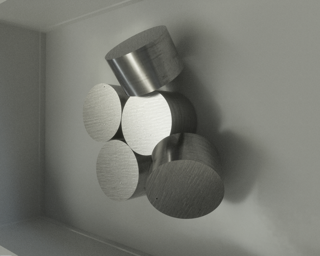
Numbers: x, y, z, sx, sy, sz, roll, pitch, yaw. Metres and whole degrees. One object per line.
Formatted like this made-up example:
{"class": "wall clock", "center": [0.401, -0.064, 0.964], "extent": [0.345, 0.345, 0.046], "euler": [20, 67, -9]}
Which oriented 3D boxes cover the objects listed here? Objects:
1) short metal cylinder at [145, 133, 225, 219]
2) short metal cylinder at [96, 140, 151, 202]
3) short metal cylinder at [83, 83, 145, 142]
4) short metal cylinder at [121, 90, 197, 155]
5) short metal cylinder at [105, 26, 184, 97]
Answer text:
{"class": "short metal cylinder", "center": [0.027, 0.052, 0.338], "extent": [0.080, 0.050, 0.079], "euler": [2, 121, 4]}
{"class": "short metal cylinder", "center": [-0.041, 0.055, 0.419], "extent": [0.080, 0.050, 0.079], "euler": [0, 90, 39]}
{"class": "short metal cylinder", "center": [-0.064, -0.021, 0.438], "extent": [0.080, 0.050, 0.079], "euler": [0, 90, 39]}
{"class": "short metal cylinder", "center": [-0.002, -0.007, 0.388], "extent": [0.080, 0.050, 0.079], "euler": [0, 90, 39]}
{"class": "short metal cylinder", "center": [-0.018, -0.081, 0.373], "extent": [0.080, 0.080, 0.050], "euler": [-4, 126, 39]}
